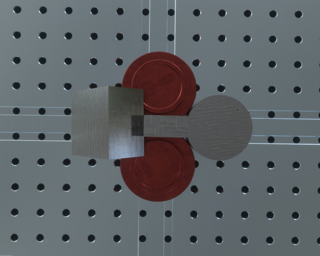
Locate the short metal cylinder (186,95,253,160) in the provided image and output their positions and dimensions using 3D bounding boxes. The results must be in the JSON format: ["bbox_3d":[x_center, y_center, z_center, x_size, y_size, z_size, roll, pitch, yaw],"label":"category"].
[{"bbox_3d":[0.072,-0.001,0.400,0.081,0.050,0.080,0,90,0],"label":"short metal cylinder"}]

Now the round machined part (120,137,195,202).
[{"bbox_3d":[-0.003,0.048,0.405,0.099,0.042,0.097,0,90,0],"label":"round machined part"}]

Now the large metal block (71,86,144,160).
[{"bbox_3d":[-0.065,-0.006,0.380,0.050,0.080,0.080,-1,90,-45],"label":"large metal block"}]

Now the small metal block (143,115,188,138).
[{"bbox_3d":[0.007,-0.002,0.379,0.050,0.050,0.025,1,90,0],"label":"small metal block"}]

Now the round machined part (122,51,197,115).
[{"bbox_3d":[-0.001,-0.052,0.405,0.099,0.042,0.097,0,90,0],"label":"round machined part"}]
